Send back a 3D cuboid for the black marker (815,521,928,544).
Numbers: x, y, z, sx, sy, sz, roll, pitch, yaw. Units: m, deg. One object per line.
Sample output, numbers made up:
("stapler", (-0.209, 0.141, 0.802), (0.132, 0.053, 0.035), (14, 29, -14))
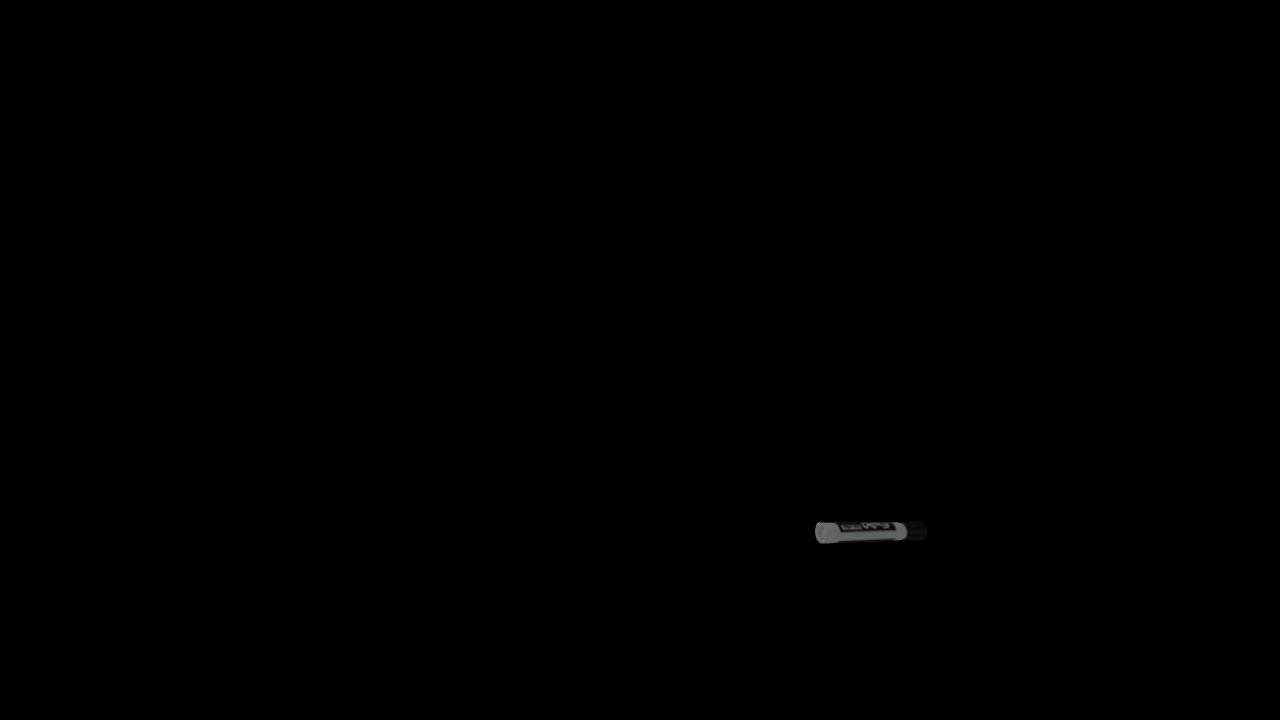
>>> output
("black marker", (0.222, 0.163, 0.583), (0.121, 0.020, 0.020), (5, -2, -19))
